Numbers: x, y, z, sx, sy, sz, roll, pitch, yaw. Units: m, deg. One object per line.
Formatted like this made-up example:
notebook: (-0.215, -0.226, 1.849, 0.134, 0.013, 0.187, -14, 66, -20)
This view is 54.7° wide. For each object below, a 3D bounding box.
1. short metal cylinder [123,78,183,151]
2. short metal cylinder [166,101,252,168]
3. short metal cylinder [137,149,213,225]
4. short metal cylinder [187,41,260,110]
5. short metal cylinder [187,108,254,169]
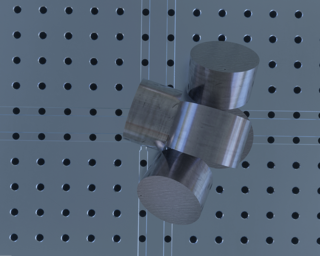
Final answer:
short metal cylinder: (-0.009, -0.016, 0.385, 0.050, 0.080, 0.080, 19, 90, 0)
short metal cylinder: (0.052, 0.007, 0.335, 0.080, 0.080, 0.050, 17, 90, 0)
short metal cylinder: (0.019, 0.072, 0.380, 0.080, 0.050, 0.079, 14, 129, 18)
short metal cylinder: (0.075, -0.066, 0.379, 0.081, 0.080, 0.050, 2, 130, 0)
short metal cylinder: (0.073, 0.010, 0.400, 0.081, 0.050, 0.080, 0, 89, 0)
